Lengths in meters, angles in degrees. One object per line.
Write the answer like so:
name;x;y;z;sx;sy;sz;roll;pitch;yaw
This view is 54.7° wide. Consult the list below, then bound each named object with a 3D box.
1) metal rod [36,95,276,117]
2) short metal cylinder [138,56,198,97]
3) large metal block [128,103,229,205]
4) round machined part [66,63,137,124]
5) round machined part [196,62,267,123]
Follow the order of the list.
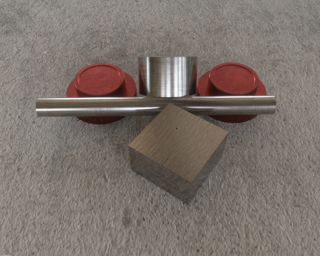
metal rod;-0.004;-0.028;0.401;0.302;0.025;0.025;-1;50;-1
short metal cylinder;0.011;-0.073;0.426;0.080;0.050;0.080;0;15;0
large metal block;0.022;0.028;0.363;0.080;0.050;0.080;28;56;22
round machined part;-0.083;-0.055;0.438;0.099;0.042;0.098;0;50;0
round machined part;0.102;-0.056;0.442;0.099;0.042;0.098;0;50;0
